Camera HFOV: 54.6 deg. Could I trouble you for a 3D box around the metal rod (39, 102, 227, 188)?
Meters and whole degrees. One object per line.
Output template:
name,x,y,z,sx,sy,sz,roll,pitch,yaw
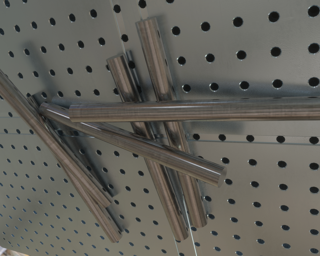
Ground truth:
metal rod,-0.055,0.013,0.419,0.300,0.025,0.025,19,126,28

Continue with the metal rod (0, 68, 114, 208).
metal rod,-0.175,0.016,0.494,0.025,0.025,0.300,-22,113,36

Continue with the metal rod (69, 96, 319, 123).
metal rod,0.032,-0.020,0.355,0.301,0.025,0.025,0,119,18

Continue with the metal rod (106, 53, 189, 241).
metal rod,-0.010,0.042,0.442,0.025,0.025,0.299,-5,116,30

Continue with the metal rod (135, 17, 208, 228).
metal rod,0.022,0.011,0.406,0.025,0.025,0.299,-2,118,29

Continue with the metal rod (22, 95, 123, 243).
metal rod,-0.149,0.080,0.540,0.025,0.025,0.299,-17,110,35
